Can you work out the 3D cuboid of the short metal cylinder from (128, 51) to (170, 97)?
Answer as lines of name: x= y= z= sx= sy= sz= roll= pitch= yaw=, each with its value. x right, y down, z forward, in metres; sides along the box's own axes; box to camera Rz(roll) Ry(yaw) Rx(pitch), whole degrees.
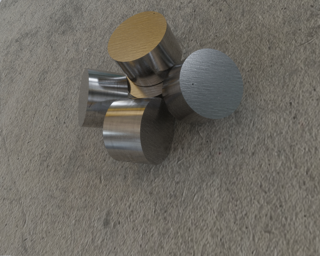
short metal cylinder: x=0.001 y=-0.060 z=0.425 sx=0.080 sy=0.050 sz=0.080 roll=-13 pitch=56 yaw=20

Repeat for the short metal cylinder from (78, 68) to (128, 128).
short metal cylinder: x=-0.081 y=-0.039 z=0.428 sx=0.080 sy=0.050 sz=0.079 roll=-174 pitch=90 yaw=-67

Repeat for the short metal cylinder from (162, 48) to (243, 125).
short metal cylinder: x=0.049 y=-0.046 z=0.364 sx=0.080 sy=0.080 sz=0.050 roll=-62 pitch=16 yaw=-16

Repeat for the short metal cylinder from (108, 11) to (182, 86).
short metal cylinder: x=-0.018 y=-0.100 z=0.394 sx=0.080 sy=0.050 sz=0.080 roll=-13 pitch=56 yaw=20

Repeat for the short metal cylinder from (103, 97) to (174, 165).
short metal cylinder: x=-0.024 y=0.003 z=0.378 sx=0.050 sy=0.080 sz=0.080 roll=2 pitch=63 yaw=29
